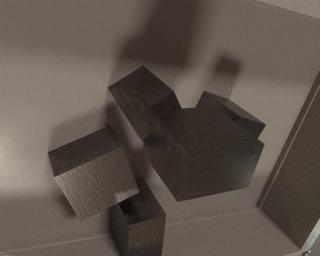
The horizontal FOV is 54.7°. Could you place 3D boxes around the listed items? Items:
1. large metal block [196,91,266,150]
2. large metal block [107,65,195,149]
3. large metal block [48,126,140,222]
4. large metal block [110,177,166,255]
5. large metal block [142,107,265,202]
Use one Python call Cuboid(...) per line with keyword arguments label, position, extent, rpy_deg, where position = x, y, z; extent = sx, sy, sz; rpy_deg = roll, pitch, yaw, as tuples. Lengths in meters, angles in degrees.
Cuboid(label="large metal block", position=(0.082, 0.006, 0.424), extent=(0.050, 0.080, 0.079), rpy_deg=(13, 112, -34))
Cuboid(label="large metal block", position=(-0.009, -0.015, 0.360), extent=(0.050, 0.080, 0.080), rpy_deg=(-34, 129, -7))
Cuboid(label="large metal block", position=(-0.080, 0.056, 0.384), extent=(0.081, 0.050, 0.080), rpy_deg=(-25, 128, -14))
Cuboid(label="large metal block", position=(-0.034, 0.129, 0.436), extent=(0.050, 0.080, 0.079), rpy_deg=(-10, 123, -24))
Cuboid(label="large metal block", position=(0.038, 0.020, 0.304), extent=(0.081, 0.080, 0.050), rpy_deg=(-5, 121, -27))
